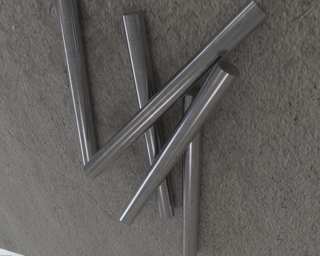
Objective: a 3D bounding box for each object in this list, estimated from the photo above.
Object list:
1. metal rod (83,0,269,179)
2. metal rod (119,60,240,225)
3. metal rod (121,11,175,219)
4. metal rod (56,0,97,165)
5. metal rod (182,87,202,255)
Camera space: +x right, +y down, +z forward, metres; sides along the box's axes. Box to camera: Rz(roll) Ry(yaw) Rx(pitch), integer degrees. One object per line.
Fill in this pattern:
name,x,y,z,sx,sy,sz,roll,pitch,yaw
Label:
metal rod,-0.002,-0.026,0.364,0.025,0.025,0.299,46,120,-4
metal rod,0.008,0.041,0.394,0.025,0.025,0.298,35,129,5
metal rod,-0.010,0.003,0.413,0.025,0.025,0.298,5,121,25
metal rod,-0.112,-0.061,0.427,0.025,0.025,0.298,13,124,21
metal rod,0.044,0.085,0.436,0.025,0.025,0.298,11,124,22
